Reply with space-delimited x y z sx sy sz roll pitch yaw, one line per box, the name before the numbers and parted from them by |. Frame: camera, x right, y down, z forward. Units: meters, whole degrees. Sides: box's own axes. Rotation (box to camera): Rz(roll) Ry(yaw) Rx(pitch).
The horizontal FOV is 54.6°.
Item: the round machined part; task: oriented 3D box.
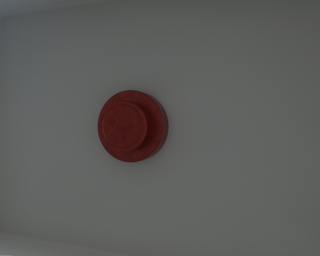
round machined part | -0.042 -0.002 0.417 0.098 0.042 0.097 0 90 20
